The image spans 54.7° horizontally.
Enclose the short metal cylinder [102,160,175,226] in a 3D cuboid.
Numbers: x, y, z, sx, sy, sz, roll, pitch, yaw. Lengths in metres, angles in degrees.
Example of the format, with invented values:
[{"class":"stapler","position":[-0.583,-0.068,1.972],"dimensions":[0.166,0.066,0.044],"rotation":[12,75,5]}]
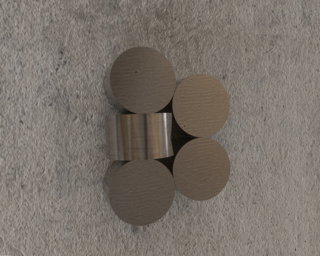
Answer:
[{"class":"short metal cylinder","position":[-0.028,0.075,0.387],"dimensions":[0.081,0.050,0.080],"rotation":[0,90,-19]}]

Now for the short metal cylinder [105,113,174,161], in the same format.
[{"class":"short metal cylinder","position":[-0.025,0.009,0.372],"dimensions":[0.081,0.080,0.050],"rotation":[-3,92,-20]}]

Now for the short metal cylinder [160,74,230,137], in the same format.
[{"class":"short metal cylinder","position":[0.044,-0.029,0.412],"dimensions":[0.081,0.050,0.080],"rotation":[0,91,-20]}]

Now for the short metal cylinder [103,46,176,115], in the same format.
[{"class":"short metal cylinder","position":[-0.027,-0.056,0.387],"dimensions":[0.081,0.050,0.080],"rotation":[0,90,-19]}]

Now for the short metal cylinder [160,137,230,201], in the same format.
[{"class":"short metal cylinder","position":[0.045,0.051,0.413],"dimensions":[0.081,0.050,0.080],"rotation":[0,91,-19]}]
